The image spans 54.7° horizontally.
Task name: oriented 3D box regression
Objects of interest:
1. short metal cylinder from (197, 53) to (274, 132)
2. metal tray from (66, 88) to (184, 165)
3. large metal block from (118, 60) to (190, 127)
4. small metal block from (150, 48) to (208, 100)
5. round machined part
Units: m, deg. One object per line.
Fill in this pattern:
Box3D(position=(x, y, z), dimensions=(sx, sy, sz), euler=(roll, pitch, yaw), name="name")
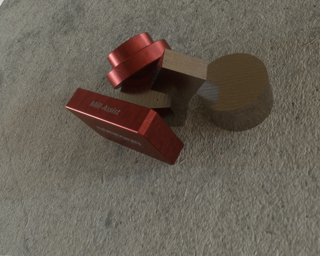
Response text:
Box3D(position=(0.090, -0.042, 0.369), dimensions=(0.080, 0.050, 0.080), euler=(-13, 56, 21), name="short metal cylinder")
Box3D(position=(-0.044, -0.002, 0.387), dimensions=(0.130, 0.090, 0.030), euler=(18, 72, 35), name="metal tray")
Box3D(position=(-0.005, -0.047, 0.422), dimensions=(0.080, 0.050, 0.080), euler=(-1, 61, 27), name="large metal block")
Box3D(position=(0.021, -0.060, 0.356), dimensions=(0.050, 0.050, 0.025), euler=(14, 65, -11), name="small metal block")
Box3D(position=(-0.035, -0.098, 0.436), dimensions=(0.098, 0.098, 0.042), euler=(-32, 96, 7), name="round machined part")
